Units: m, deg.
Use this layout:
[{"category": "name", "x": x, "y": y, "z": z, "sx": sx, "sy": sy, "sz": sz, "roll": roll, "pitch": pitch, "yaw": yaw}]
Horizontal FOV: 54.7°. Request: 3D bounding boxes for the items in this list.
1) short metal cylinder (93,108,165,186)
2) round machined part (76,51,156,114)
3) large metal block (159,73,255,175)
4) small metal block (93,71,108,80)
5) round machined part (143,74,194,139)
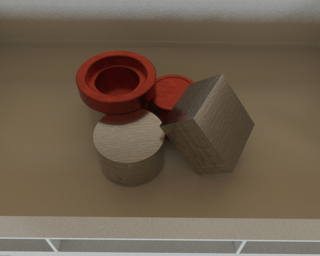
[{"category": "short metal cylinder", "x": -0.035, "y": 0.022, "z": 0.368, "sx": 0.081, "sy": 0.050, "sz": 0.080, "roll": 0, "pitch": 50, "yaw": 0}, {"category": "round machined part", "x": -0.054, "y": -0.053, "z": 0.398, "sx": 0.099, "sy": 0.042, "sz": 0.098, "roll": 0, "pitch": 50, "yaw": 0}, {"category": "large metal block", "x": 0.058, "y": -0.003, "z": 0.362, "sx": 0.050, "sy": 0.080, "sz": 0.080, "roll": -13, "pitch": 33, "yaw": 46}, {"category": "small metal block", "x": -0.082, "y": -0.067, "z": 0.441, "sx": 0.025, "sy": 0.050, "sz": 0.050, "roll": 37, "pitch": 59, "yaw": 26}, {"category": "round machined part", "x": 0.018, "y": -0.035, "z": 0.419, "sx": 0.099, "sy": 0.042, "sz": 0.098, "roll": 0, "pitch": 50, "yaw": 0}]
